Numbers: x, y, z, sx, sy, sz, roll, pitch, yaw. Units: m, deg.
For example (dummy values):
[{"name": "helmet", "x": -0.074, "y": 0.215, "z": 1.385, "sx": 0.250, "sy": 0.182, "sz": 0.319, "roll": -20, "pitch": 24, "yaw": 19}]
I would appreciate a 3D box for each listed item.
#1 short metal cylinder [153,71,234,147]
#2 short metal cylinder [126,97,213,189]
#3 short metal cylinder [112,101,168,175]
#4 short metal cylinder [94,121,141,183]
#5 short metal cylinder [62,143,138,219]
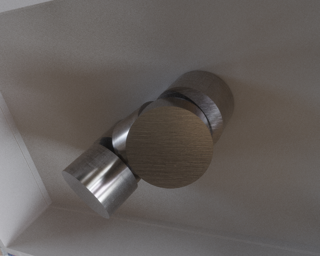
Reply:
[{"name": "short metal cylinder", "x": 0.039, "y": -0.020, "z": 0.357, "sx": 0.080, "sy": 0.050, "sz": 0.079, "roll": 13, "pitch": 124, "yaw": 20}, {"name": "short metal cylinder", "x": 0.011, "y": 0.013, "z": 0.307, "sx": 0.080, "sy": 0.050, "sz": 0.079, "roll": 1, "pitch": 105, "yaw": 5}, {"name": "short metal cylinder", "x": -0.011, "y": 0.014, "z": 0.384, "sx": 0.050, "sy": 0.080, "sz": 0.080, "roll": -33, "pitch": 100, "yaw": 38}, {"name": "short metal cylinder", "x": -0.049, "y": 0.035, "z": 0.436, "sx": 0.080, "sy": 0.050, "sz": 0.079, "roll": 13, "pitch": 124, "yaw": 20}, {"name": "short metal cylinder", "x": -0.075, "y": 0.066, "z": 0.385, "sx": 0.080, "sy": 0.050, "sz": 0.080, "roll": 32, "pitch": 150, "yaw": 22}]
